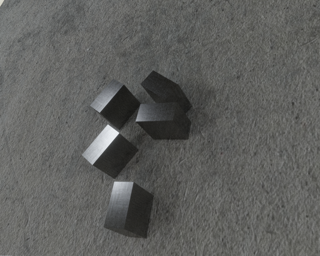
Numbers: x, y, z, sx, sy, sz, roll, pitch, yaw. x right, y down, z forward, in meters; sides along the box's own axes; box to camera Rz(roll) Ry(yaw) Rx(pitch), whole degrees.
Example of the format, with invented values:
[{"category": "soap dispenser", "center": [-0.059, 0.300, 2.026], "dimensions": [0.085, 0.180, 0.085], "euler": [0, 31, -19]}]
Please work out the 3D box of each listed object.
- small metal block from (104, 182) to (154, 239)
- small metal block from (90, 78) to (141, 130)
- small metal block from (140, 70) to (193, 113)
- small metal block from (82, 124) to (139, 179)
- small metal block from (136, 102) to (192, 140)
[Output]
[{"category": "small metal block", "center": [-0.033, 0.093, 0.348], "dimensions": [0.025, 0.050, 0.050], "euler": [-4, 60, 26]}, {"category": "small metal block", "center": [-0.062, -0.033, 0.441], "dimensions": [0.025, 0.050, 0.050], "euler": [32, 80, 38]}, {"category": "small metal block", "center": [0.009, -0.043, 0.410], "dimensions": [0.025, 0.050, 0.050], "euler": [-49, 51, -6]}, {"category": "small metal block", "center": [-0.063, 0.032, 0.402], "dimensions": [0.025, 0.050, 0.050], "euler": [33, 80, 38]}, {"category": "small metal block", "center": [0.006, -0.008, 0.389], "dimensions": [0.050, 0.050, 0.025], "euler": [-1, 62, 28]}]
